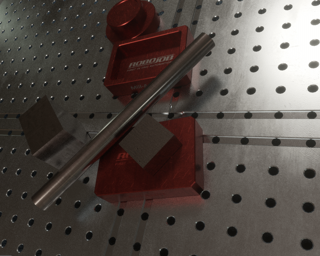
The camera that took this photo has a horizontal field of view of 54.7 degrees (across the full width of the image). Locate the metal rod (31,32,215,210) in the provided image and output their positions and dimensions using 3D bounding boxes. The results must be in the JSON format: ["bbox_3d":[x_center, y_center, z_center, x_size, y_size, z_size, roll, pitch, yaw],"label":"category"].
[{"bbox_3d":[-0.044,-0.011,0.397,0.300,0.025,0.025,-44,51,-3],"label":"metal rod"}]

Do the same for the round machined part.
[{"bbox_3d":[-0.053,-0.187,0.538,0.098,0.042,0.098,-13,56,20],"label":"round machined part"}]

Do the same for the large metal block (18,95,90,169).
[{"bbox_3d":[-0.142,0.012,0.438,0.050,0.080,0.080,-41,51,1],"label":"large metal block"}]

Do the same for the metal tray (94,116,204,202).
[{"bbox_3d":[-0.013,0.040,0.386,0.130,0.030,0.090,-10,57,22],"label":"metal tray"}]

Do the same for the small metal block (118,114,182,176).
[{"bbox_3d":[-0.012,0.019,0.362,0.050,0.025,0.050,-47,52,-5],"label":"small metal block"}]

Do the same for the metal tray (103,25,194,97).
[{"bbox_3d":[-0.016,-0.101,0.473,0.130,0.030,0.090,-6,59,24],"label":"metal tray"}]
